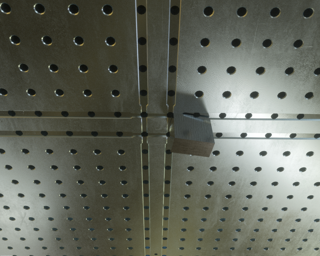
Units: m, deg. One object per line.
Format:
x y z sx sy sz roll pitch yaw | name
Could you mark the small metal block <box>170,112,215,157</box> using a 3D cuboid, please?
0.040 0.008 0.402 0.050 0.050 0.025 8 130 -7 | small metal block
